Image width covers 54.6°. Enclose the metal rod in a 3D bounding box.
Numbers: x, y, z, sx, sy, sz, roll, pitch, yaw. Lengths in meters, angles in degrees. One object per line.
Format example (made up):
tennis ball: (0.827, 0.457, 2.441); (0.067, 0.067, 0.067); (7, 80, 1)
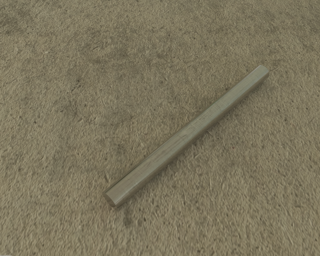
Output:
metal rod: (0.051, -0.003, 0.406); (0.025, 0.025, 0.302); (37, 59, 27)
